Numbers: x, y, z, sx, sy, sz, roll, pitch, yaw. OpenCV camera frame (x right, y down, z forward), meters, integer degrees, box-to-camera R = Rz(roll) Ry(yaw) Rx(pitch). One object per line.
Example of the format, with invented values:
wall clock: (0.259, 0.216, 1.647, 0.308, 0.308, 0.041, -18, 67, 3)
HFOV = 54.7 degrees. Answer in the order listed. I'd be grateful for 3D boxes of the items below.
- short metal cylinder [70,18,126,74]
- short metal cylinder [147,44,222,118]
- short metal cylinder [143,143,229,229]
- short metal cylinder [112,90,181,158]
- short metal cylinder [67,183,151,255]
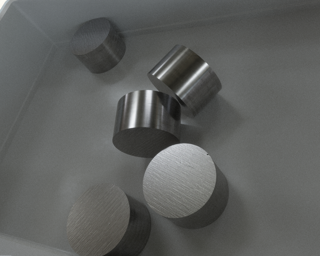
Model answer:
short metal cylinder: (-0.106, -0.141, 0.532, 0.080, 0.050, 0.080, -13, 56, 21)
short metal cylinder: (0.030, -0.058, 0.390, 0.050, 0.080, 0.080, -46, 51, -4)
short metal cylinder: (0.029, 0.063, 0.336, 0.080, 0.050, 0.080, -13, 56, 21)
short metal cylinder: (-0.015, -0.002, 0.380, 0.080, 0.080, 0.050, -11, 57, 22)
short metal cylinder: (-0.057, 0.109, 0.353, 0.080, 0.050, 0.080, -13, 56, 21)
